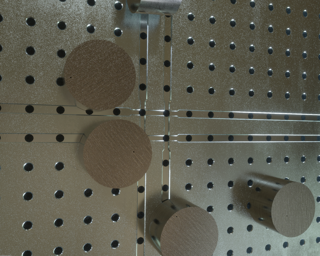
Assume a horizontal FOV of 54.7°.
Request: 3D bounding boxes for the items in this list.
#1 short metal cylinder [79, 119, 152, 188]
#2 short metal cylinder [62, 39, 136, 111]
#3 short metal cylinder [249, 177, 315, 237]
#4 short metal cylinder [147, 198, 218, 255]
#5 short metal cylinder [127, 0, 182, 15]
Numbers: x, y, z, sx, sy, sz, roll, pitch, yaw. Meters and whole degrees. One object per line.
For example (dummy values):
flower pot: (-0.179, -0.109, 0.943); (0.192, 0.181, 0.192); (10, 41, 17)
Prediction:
short metal cylinder: (-0.056, 0.030, 0.380); (0.081, 0.050, 0.079); (0, 90, -21)
short metal cylinder: (-0.075, -0.060, 0.372); (0.081, 0.050, 0.079); (0, 90, -21)
short metal cylinder: (0.185, 0.118, 0.470); (0.081, 0.050, 0.079); (0, 90, -21)
short metal cylinder: (0.029, 0.139, 0.412); (0.081, 0.050, 0.079); (0, 90, -20)
short metal cylinder: (-0.008, -0.182, 0.381); (0.050, 0.080, 0.079); (-4, 92, -20)
